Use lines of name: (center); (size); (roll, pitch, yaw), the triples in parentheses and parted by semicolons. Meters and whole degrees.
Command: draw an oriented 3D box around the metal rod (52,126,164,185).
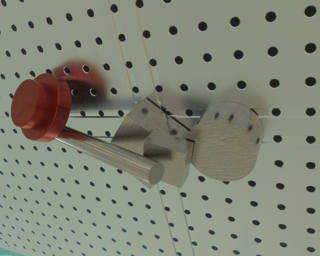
metal rod: (-0.115, 0.015, 0.423); (0.300, 0.025, 0.025); (16, 127, 39)

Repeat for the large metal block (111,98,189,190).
large metal block: (-0.016, 0.022, 0.413); (0.080, 0.050, 0.080); (37, 129, 2)

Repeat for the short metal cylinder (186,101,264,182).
short metal cylinder: (0.076, 0.015, 0.363); (0.080, 0.050, 0.079); (13, 124, 20)

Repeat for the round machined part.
round machined part: (-0.172, -0.031, 0.435); (0.098, 0.042, 0.098); (-9, 74, 37)

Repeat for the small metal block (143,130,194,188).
small metal block: (0.009, 0.036, 0.360); (0.050, 0.025, 0.050); (17, 125, 18)
